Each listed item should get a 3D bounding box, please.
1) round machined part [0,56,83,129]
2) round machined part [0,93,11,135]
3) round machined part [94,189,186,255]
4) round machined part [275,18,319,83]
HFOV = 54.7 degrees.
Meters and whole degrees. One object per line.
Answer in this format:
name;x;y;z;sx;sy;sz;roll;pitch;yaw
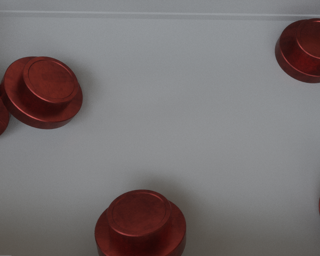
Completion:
round machined part;-0.143;-0.051;0.392;0.099;0.042;0.098;22;51;-29
round machined part;-0.240;-0.030;0.389;0.099;0.097;0.042;-12;37;-5
round machined part;-0.021;0.104;0.334;0.099;0.042;0.098;-2;29;1
round machined part;0.222;-0.117;0.445;0.099;0.042;0.098;0;70;0
